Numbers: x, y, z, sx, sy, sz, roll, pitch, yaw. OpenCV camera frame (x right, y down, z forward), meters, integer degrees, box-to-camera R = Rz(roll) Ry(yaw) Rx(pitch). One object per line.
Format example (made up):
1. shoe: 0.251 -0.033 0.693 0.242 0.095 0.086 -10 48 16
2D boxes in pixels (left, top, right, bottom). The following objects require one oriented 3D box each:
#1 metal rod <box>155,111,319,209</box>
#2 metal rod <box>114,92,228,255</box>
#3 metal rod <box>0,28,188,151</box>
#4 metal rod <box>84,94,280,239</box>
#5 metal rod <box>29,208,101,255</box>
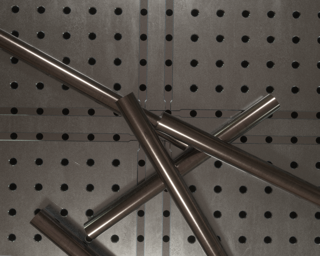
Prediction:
1. metal rod: 0.133 0.055 0.397 0.301 0.025 0.025 26 90 -8
2. metal rod: 0.031 0.091 0.392 0.025 0.025 0.299 -30 99 0
3. metal rod: -0.094 -0.053 0.412 0.301 0.025 0.025 29 90 -1
4. metal rod: 0.029 0.051 0.413 0.301 0.025 0.025 -35 90 -1
5. metal rod: -0.049 0.213 0.412 0.300 0.025 0.025 40 90 -1
